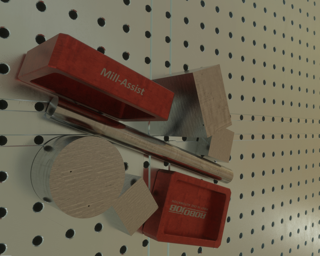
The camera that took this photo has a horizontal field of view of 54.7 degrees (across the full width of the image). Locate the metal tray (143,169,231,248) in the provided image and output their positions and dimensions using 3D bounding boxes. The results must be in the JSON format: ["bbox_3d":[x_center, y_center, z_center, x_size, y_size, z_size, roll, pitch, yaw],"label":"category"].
[{"bbox_3d":[0.044,0.117,0.442,0.131,0.030,0.090,23,76,-38],"label":"metal tray"}]

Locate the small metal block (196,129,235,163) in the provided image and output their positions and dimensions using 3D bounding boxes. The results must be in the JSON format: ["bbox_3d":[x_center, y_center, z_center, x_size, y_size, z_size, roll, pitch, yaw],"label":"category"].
[{"bbox_3d":[0.086,0.024,0.481,0.050,0.025,0.050,22,76,-38],"label":"small metal block"}]

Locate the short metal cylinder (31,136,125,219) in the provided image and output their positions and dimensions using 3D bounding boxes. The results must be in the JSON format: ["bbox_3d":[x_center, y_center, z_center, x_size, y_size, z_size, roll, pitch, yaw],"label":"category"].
[{"bbox_3d":[-0.084,0.048,0.321,0.081,0.050,0.080,0,90,-40],"label":"short metal cylinder"}]

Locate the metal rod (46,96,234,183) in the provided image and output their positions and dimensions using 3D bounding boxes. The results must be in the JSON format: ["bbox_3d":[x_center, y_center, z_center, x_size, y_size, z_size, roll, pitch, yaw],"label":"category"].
[{"bbox_3d":[-0.001,0.028,0.408,0.302,0.025,0.025,24,75,-37],"label":"metal rod"}]

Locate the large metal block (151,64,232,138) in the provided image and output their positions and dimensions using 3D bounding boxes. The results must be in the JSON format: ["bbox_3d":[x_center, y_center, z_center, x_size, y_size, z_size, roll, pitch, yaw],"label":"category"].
[{"bbox_3d":[0.040,-0.034,0.408,0.050,0.080,0.080,-24,105,-38],"label":"large metal block"}]

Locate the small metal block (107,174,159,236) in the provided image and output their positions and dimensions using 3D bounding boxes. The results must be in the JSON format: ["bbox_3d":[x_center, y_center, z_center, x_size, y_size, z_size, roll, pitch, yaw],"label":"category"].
[{"bbox_3d":[-0.036,0.093,0.380,0.050,0.025,0.050,-40,114,-33],"label":"small metal block"}]

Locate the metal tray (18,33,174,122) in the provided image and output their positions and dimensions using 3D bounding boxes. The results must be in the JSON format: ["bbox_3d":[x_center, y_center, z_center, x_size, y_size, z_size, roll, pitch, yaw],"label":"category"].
[{"bbox_3d":[-0.062,-0.042,0.313,0.131,0.090,0.030,23,76,-38],"label":"metal tray"}]
